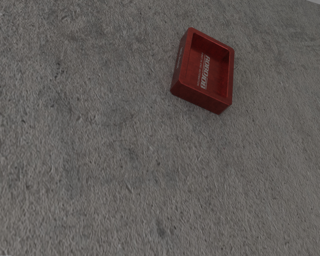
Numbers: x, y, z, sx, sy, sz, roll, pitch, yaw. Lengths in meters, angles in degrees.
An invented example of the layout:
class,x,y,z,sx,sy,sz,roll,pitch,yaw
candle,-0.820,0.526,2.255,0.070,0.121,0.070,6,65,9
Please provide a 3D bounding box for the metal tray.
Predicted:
class,x,y,z,sx,sy,sz,roll,pitch,yaw
metal tray,0.071,-0.093,0.494,0.090,0.030,0.130,23,53,-15
